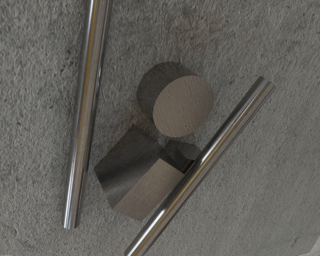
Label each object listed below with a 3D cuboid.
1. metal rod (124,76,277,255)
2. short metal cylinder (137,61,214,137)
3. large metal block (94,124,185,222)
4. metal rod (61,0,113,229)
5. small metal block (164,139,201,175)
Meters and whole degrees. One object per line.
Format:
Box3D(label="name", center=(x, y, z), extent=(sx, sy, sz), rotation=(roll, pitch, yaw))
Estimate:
Box3D(label="metal rod", center=(0.046, 0.062, 0.407), extent=(0.025, 0.025, 0.299), rotation=(28, 103, -38))
Box3D(label="short metal cylinder", center=(0.018, -0.035, 0.380), extent=(0.081, 0.050, 0.079), rotation=(-14, 125, -21))
Box3D(label="large metal block", center=(-0.029, 0.055, 0.391), extent=(0.080, 0.080, 0.050), rotation=(-48, 129, 5))
Box3D(label="metal rod", center=(-0.088, -0.003, 0.357), extent=(0.025, 0.025, 0.298), rotation=(-1, 119, -29))
Box3D(label="small metal block", center=(0.039, 0.043, 0.441), extent=(0.050, 0.050, 0.025), rotation=(13, 112, -34))
